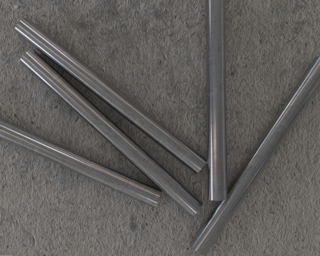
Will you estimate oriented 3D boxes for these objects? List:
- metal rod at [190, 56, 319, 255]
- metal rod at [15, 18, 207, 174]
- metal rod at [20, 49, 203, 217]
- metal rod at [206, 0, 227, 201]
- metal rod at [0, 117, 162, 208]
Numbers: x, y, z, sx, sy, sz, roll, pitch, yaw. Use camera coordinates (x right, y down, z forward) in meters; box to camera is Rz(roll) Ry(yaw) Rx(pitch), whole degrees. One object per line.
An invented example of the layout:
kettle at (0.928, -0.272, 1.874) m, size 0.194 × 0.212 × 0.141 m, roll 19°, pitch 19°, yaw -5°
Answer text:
metal rod at (0.133, 0.036, 0.410) m, size 0.025 × 0.025 × 0.299 m, roll 34°, pitch 90°, yaw 0°
metal rod at (-0.063, -0.042, 0.409) m, size 0.300 × 0.025 × 0.025 m, roll 38°, pitch 90°, yaw 0°
metal rod at (-0.063, 0.007, 0.409) m, size 0.300 × 0.025 × 0.025 m, roll 42°, pitch 90°, yaw 0°
metal rod at (0.073, -0.058, 0.403) m, size 0.025 × 0.025 × 0.298 m, roll 0°, pitch 87°, yaw 0°
metal rod at (-0.140, 0.032, 0.408) m, size 0.301 × 0.025 × 0.025 m, roll 24°, pitch 90°, yaw 0°
